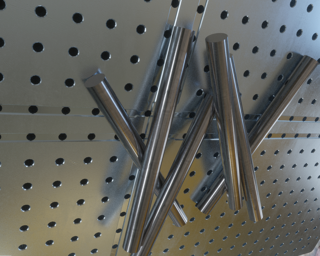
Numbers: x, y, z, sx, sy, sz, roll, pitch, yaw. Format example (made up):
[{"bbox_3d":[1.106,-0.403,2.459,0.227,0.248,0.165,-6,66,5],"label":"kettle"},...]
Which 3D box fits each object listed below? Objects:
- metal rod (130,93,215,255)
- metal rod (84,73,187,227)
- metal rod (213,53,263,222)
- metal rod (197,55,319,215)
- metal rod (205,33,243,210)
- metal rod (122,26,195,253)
[{"bbox_3d":[0.012,0.092,0.441,0.025,0.025,0.299,20,98,-36],"label":"metal rod"},{"bbox_3d":[-0.018,0.052,0.432,0.025,0.025,0.299,-33,129,-7],"label":"metal rod"},{"bbox_3d":[0.124,0.032,0.471,0.025,0.025,0.299,-26,120,-12],"label":"metal rod"},{"bbox_3d":[0.152,0.019,0.504,0.025,0.025,0.299,22,106,-36],"label":"metal rod"},{"bbox_3d":[0.096,0.014,0.437,0.025,0.025,0.299,-25,128,-13],"label":"metal rod"},{"bbox_3d":[-0.006,0.026,0.394,0.025,0.025,0.298,5,107,-31],"label":"metal rod"}]
